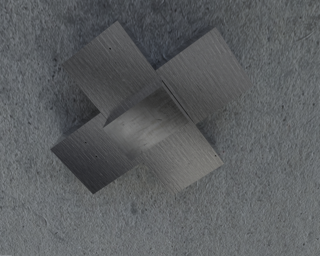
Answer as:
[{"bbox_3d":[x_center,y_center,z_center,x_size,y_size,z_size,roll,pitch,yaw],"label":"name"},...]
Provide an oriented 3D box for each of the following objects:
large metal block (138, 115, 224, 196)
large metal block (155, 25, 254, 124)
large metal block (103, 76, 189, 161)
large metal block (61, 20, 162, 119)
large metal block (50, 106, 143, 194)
[{"bbox_3d":[0.024,0.028,0.408,0.080,0.050,0.080,-35,107,11],"label":"large metal block"},{"bbox_3d":[0.051,-0.065,0.374,0.080,0.050,0.080,-35,107,11],"label":"large metal block"},{"bbox_3d":[-0.016,-0.017,0.375,0.080,0.080,0.050,-34,107,11],"label":"large metal block"},{"bbox_3d":[-0.054,-0.070,0.370,0.080,0.050,0.080,-35,107,11],"label":"large metal block"},{"bbox_3d":[-0.078,0.025,0.405,0.080,0.050,0.080,-35,107,11],"label":"large metal block"}]
